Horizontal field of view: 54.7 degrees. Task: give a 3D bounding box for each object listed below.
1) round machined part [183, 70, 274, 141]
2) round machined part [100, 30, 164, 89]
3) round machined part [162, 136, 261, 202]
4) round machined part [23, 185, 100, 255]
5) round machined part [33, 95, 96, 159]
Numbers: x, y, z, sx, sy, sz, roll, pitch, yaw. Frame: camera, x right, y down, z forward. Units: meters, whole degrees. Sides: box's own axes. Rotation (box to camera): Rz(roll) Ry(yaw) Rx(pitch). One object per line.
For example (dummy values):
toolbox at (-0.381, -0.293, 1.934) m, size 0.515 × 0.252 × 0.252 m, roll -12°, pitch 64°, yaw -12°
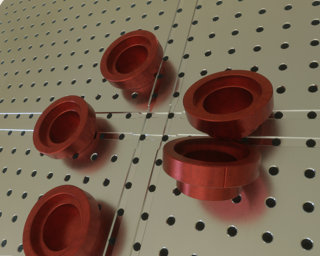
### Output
round machined part at (0.079, -0.023, 0.356) m, size 0.098 × 0.042 × 0.098 m, roll -12°, pitch 38°, yaw 9°
round machined part at (-0.039, -0.100, 0.477) m, size 0.098 × 0.042 × 0.098 m, roll -13°, pitch 56°, yaw 20°
round machined part at (0.052, 0.042, 0.321) m, size 0.098 × 0.099 × 0.042 m, roll 10°, pitch 107°, yaw 32°
round machined part at (-0.115, 0.123, 0.380) m, size 0.098 × 0.042 × 0.098 m, roll -13°, pitch 56°, yaw 20°
round machined part at (-0.137, 0.003, 0.466) m, size 0.098 × 0.042 × 0.098 m, roll -13°, pitch 56°, yaw 20°
